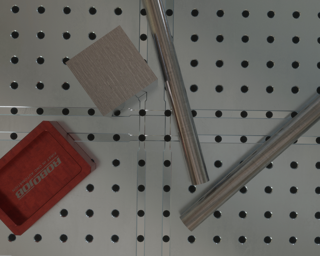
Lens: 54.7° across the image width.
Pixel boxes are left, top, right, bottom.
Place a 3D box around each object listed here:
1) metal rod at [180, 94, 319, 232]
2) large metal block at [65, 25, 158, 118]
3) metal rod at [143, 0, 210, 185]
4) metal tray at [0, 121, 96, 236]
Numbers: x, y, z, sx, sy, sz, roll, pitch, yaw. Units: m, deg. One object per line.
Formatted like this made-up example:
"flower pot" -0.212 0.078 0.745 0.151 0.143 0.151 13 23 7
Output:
"metal rod" 0.148 0.030 0.415 0.300 0.025 0.025 -41 91 -1
"large metal block" -0.059 -0.070 0.400 0.080 0.050 0.080 -35 90 0
"metal rod" 0.016 -0.072 0.413 0.025 0.025 0.298 -15 90 0
"metal tray" -0.163 0.064 0.408 0.130 0.030 0.090 -42 91 -1
